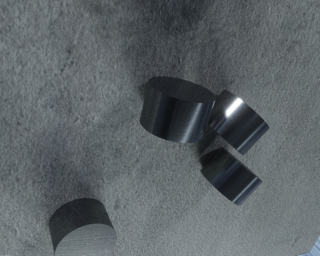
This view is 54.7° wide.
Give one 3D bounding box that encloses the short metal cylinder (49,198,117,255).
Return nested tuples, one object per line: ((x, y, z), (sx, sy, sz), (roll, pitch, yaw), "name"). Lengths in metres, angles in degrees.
((-0.106, 0.143, 0.423), (0.081, 0.050, 0.079), (-14, 125, -21), "short metal cylinder")

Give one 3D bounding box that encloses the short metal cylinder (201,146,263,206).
((0.110, 0.074, 0.479), (0.050, 0.080, 0.080), (-50, 129, 7), "short metal cylinder")

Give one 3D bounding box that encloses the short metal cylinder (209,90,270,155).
((0.101, -0.007, 0.424), (0.050, 0.080, 0.080), (-48, 129, 5), "short metal cylinder")

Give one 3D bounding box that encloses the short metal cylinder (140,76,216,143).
((0.020, -0.024, 0.369), (0.081, 0.080, 0.050), (0, 118, -29), "short metal cylinder")
